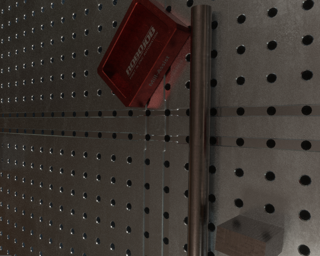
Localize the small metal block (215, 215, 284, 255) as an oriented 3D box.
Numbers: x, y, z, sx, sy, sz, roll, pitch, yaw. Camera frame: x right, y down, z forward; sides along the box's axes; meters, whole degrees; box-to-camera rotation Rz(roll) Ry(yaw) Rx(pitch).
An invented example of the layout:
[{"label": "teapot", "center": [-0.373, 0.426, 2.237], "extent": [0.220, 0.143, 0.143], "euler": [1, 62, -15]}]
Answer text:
[{"label": "small metal block", "center": [0.092, 0.114, 0.316], "extent": [0.050, 0.050, 0.025], "euler": [8, 95, 39]}]

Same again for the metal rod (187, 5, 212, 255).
[{"label": "metal rod", "center": [0.047, 0.008, 0.368], "extent": [0.025, 0.025, 0.298], "euler": [1, 91, 39]}]

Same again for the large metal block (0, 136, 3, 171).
[{"label": "large metal block", "center": [-0.417, 0.059, 0.732], "extent": [0.080, 0.050, 0.079], "euler": [2, 91, 39]}]

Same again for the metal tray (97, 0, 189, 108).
[{"label": "metal tray", "center": [-0.028, -0.103, 0.426], "extent": [0.090, 0.030, 0.129], "euler": [49, 118, 28]}]
